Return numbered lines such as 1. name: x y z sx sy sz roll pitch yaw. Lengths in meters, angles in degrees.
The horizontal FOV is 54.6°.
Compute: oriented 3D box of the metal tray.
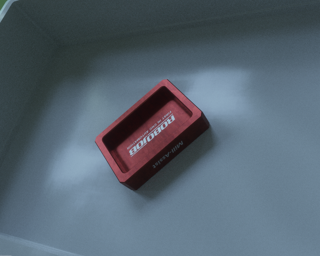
1. metal tray: -0.013 0.006 0.406 0.130 0.030 0.090 -41 51 0
